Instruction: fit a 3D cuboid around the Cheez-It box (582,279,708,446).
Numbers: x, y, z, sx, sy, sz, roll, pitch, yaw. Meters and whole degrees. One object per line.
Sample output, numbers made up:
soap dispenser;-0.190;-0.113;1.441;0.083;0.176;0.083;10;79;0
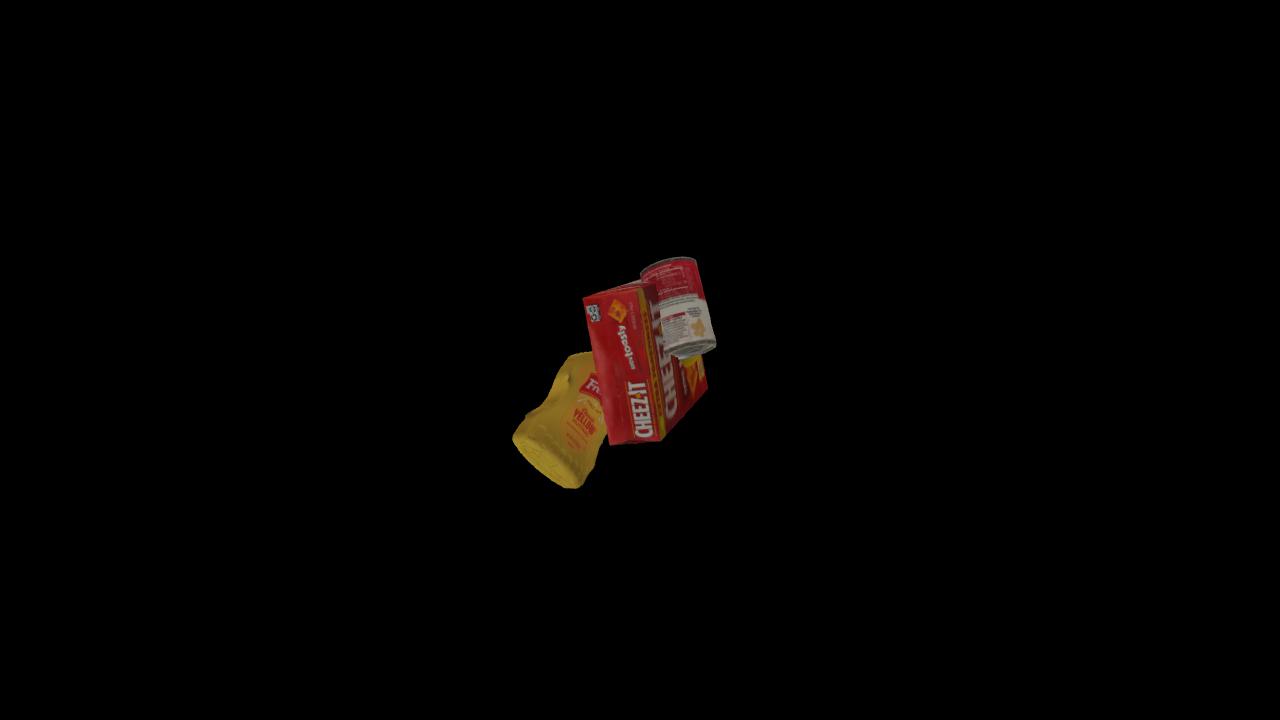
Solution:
Cheez-It box;0.015;-0.013;0.737;0.071;0.166;0.223;-7;9;21

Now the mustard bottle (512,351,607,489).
mustard bottle;-0.058;0.041;0.675;0.092;0.184;0.054;45;-36;-21

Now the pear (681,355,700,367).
pear;0.029;-0.021;0.770;0.080;0.080;0.111;0;-13;-28

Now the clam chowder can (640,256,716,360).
clam chowder can;0.043;-0.056;0.695;0.068;0.102;0.068;-12;-12;-3
